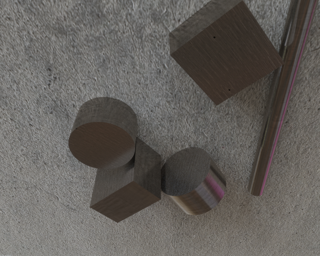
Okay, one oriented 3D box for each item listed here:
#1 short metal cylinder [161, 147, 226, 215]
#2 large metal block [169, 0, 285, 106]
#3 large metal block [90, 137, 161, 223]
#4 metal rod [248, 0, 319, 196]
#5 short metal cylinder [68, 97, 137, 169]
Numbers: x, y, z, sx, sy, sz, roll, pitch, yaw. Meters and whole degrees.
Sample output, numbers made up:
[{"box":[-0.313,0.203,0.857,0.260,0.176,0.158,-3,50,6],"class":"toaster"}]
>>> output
[{"box":[0.045,0.074,0.434,0.080,0.080,0.050,-25,126,19],"class":"short metal cylinder"},{"box":[0.067,-0.083,0.321,0.080,0.050,0.080,-33,123,25],"class":"large metal block"},{"box":[-0.046,0.072,0.432,0.080,0.080,0.050,-34,122,25],"class":"large metal block"},{"box":[0.146,-0.015,0.395,0.025,0.025,0.298,-2,130,1],"class":"metal rod"},{"box":[-0.071,0.007,0.396,0.081,0.050,0.079,0,130,0],"class":"short metal cylinder"}]
